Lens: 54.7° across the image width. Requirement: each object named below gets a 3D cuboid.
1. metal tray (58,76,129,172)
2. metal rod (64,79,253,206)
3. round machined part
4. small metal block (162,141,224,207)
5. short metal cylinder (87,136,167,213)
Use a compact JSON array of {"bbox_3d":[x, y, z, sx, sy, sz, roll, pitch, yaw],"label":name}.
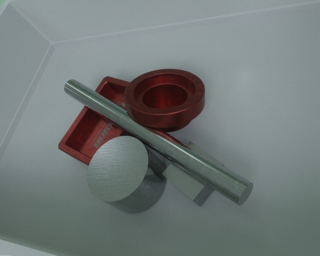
[{"bbox_3d":[-0.075,-0.007,0.441,0.090,0.030,0.130,20,72,35],"label":"metal tray"},{"bbox_3d":[-0.025,0.001,0.378,0.300,0.025,0.025,30,78,35],"label":"metal rod"},{"bbox_3d":[0.007,-0.032,0.391,0.099,0.042,0.098,-4,41,4],"label":"round machined part"},{"bbox_3d":[0.040,0.051,0.350,0.050,0.025,0.050,-49,52,-7],"label":"small metal block"},{"bbox_3d":[-0.039,0.056,0.371,0.080,0.050,0.080,-13,56,20],"label":"short metal cylinder"}]
